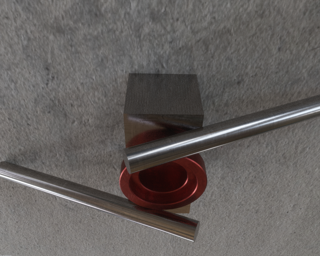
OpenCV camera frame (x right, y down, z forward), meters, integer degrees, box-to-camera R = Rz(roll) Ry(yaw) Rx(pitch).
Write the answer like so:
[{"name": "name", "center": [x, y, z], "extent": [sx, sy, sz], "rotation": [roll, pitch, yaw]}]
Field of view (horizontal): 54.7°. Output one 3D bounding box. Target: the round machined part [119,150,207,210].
[{"name": "round machined part", "center": [0.004, 0.050, 0.363], "extent": [0.099, 0.042, 0.097], "rotation": [-1, 130, 0]}]

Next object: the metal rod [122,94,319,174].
[{"name": "metal rod", "center": [0.108, -0.006, 0.335], "extent": [0.302, 0.025, 0.025], "rotation": [-15, 132, -17]}]

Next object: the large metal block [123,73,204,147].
[{"name": "large metal block", "center": [0.003, -0.021, 0.355], "extent": [0.081, 0.080, 0.050], "rotation": [1, 130, -1]}]

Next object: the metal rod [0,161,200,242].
[{"name": "metal rod", "center": [-0.096, 0.091, 0.412], "extent": [0.301, 0.025, 0.025], "rotation": [12, 133, 19]}]

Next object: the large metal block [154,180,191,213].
[{"name": "large metal block", "center": [0.000, 0.071, 0.433], "extent": [0.081, 0.080, 0.050], "rotation": [1, 130, -1]}]
